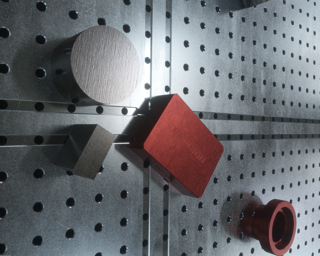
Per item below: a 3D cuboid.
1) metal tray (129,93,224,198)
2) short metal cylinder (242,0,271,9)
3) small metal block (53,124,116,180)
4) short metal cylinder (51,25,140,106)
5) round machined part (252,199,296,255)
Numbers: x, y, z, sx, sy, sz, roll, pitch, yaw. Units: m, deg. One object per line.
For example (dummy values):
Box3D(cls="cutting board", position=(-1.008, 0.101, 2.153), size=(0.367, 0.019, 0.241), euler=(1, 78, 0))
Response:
Box3D(cls="metal tray", position=(0.029, 0.026, 0.430), size=(0.130, 0.030, 0.090), euler=(45, 63, -31))
Box3D(cls="short metal cylinder", position=(0.176, -0.239, 0.520), size=(0.081, 0.080, 0.050), euler=(-32, 110, -35))
Box3D(cls="small metal block", position=(-0.080, 0.024, 0.326), size=(0.025, 0.050, 0.050), euler=(38, 67, -34))
Box3D(cls="short metal cylinder", position=(-0.069, -0.064, 0.335), size=(0.081, 0.050, 0.080), euler=(0, 90, -40))
Box3D(cls="round machined part", position=(0.209, 0.180, 0.573), size=(0.099, 0.042, 0.097), euler=(0, 90, -40))
